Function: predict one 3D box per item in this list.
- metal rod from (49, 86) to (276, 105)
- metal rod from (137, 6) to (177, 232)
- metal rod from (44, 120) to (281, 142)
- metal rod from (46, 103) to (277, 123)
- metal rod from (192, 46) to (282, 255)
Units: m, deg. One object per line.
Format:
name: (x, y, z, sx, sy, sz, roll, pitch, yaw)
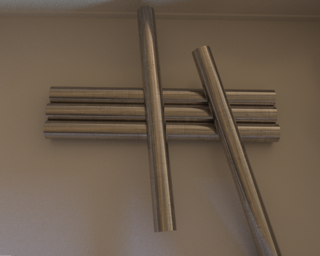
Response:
metal rod: (0.004, -0.042, 0.424, 0.302, 0.025, 0.025, 1, 70, 0)
metal rod: (-0.007, -0.026, 0.391, 0.025, 0.025, 0.299, -5, 70, -2)
metal rod: (0.003, 0.004, 0.407, 0.302, 0.025, 0.025, 1, 70, 0)
metal rod: (0.002, -0.019, 0.415, 0.302, 0.025, 0.025, 1, 70, 0)
metal rod: (0.094, 0.039, 0.374, 0.025, 0.025, 0.299, -15, 78, -6)
